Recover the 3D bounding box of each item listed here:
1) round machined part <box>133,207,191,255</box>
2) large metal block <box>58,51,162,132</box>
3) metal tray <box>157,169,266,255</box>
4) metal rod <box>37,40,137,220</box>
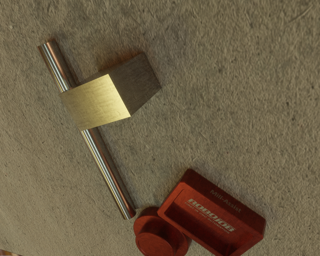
[{"bbox_3d":[-0.001,0.181,0.507,0.098,0.042,0.097,13,124,20],"label":"round machined part"},{"bbox_3d":[-0.057,-0.044,0.373,0.080,0.080,0.050,-14,111,33],"label":"large metal block"},{"bbox_3d":[0.071,0.128,0.444,0.130,0.030,0.089,34,129,5],"label":"metal tray"},{"bbox_3d":[-0.102,0.016,0.468,0.025,0.025,0.298,-8,115,31],"label":"metal rod"}]
